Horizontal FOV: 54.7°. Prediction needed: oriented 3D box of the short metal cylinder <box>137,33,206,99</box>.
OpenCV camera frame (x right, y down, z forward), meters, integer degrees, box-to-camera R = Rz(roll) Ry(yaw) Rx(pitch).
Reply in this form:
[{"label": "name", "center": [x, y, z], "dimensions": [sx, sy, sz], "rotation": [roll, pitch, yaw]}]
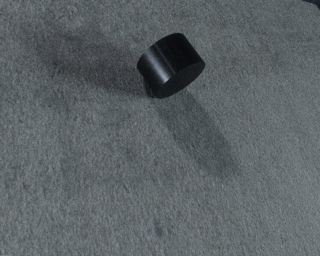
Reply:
[{"label": "short metal cylinder", "center": [0.016, -0.085, 0.430], "dimensions": [0.081, 0.080, 0.050], "rotation": [-25, 76, -37]}]
